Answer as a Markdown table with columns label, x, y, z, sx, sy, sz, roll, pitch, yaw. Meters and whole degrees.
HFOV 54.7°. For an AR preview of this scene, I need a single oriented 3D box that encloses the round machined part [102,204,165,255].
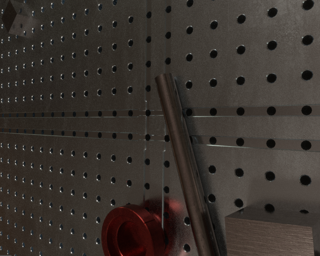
| label | x | y | z | sx | sy | sz | roll | pitch | yaw |
| --- | --- | --- | --- | --- | --- | --- | --- | --- | --- |
| round machined part | -0.032 | 0.153 | 0.423 | 0.098 | 0.042 | 0.097 | 0 | 90 | 39 |

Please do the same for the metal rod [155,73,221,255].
| label | x | y | z | sx | sy | sz | roll | pitch | yaw |
| --- | --- | --- | --- | --- | --- | --- | --- | --- | --- |
| metal rod | 0.040 | 0.076 | 0.374 | 0.025 | 0.025 | 0.299 | -22 | 76 | 37 |

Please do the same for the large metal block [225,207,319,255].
| label | x | y | z | sx | sy | sz | roll | pitch | yaw |
| --- | --- | --- | --- | --- | --- | --- | --- | --- | --- |
| large metal block | 0.113 | 0.125 | 0.299 | 0.080 | 0.050 | 0.080 | -6 | 86 | 39 |

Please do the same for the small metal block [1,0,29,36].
| label | x | y | z | sx | sy | sz | roll | pitch | yaw |
| --- | --- | --- | --- | --- | --- | --- | --- | --- | --- |
| small metal block | -0.310 | -0.235 | 0.660 | 0.050 | 0.025 | 0.050 | -48 | 62 | 29 |
